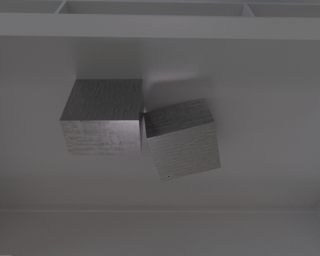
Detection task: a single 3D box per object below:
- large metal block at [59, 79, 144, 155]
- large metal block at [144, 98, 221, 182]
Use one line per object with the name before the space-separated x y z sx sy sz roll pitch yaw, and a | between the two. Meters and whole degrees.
large metal block | -0.061 -0.014 0.360 0.080 0.080 0.050 0 130 0
large metal block | 0.029 0.016 0.401 0.080 0.050 0.080 -14 129 2
